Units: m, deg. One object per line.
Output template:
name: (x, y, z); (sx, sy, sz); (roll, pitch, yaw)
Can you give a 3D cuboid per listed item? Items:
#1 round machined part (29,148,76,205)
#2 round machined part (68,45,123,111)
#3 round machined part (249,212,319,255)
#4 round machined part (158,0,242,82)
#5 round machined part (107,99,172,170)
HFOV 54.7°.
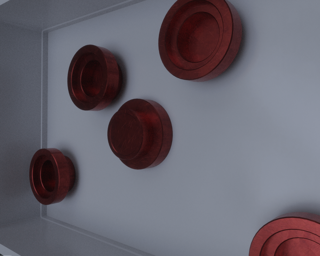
round machined part: (-0.188, 0.084, 0.551); (0.098, 0.042, 0.097); (0, 90, 40)
round machined part: (-0.096, -0.075, 0.475); (0.098, 0.042, 0.097); (0, 90, 40)
round machined part: (0.136, 0.126, 0.283); (0.098, 0.042, 0.097); (0, 90, 40)
round machined part: (0.049, -0.102, 0.356); (0.098, 0.042, 0.097); (0, 90, 40)
round machined part: (-0.034, 0.008, 0.424); (0.098, 0.042, 0.097); (0, 90, 40)
